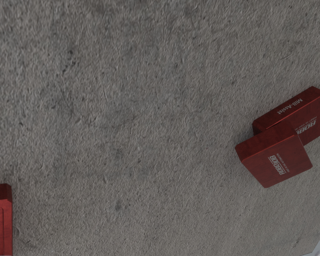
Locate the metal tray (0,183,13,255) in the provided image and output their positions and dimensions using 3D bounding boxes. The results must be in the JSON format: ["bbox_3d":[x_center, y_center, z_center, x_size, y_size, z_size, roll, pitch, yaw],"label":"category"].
[{"bbox_3d":[-0.223,0.129,0.361,0.091,0.030,0.129,-2,119,-28],"label":"metal tray"}]

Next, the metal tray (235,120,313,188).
[{"bbox_3d":[0.190,0.048,0.508,0.090,0.030,0.130,-30,138,17],"label":"metal tray"}]

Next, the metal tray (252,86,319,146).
[{"bbox_3d":[0.222,-0.002,0.524,0.131,0.030,0.090,-29,129,-10],"label":"metal tray"}]
